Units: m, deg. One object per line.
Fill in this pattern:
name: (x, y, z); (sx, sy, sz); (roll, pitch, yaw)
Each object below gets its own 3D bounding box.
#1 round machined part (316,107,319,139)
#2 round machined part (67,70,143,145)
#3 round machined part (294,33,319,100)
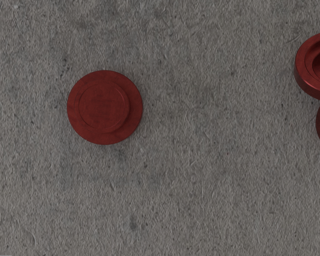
round machined part: (0.262, -0.007, 0.403); (0.099, 0.042, 0.097); (0, 90, 0)
round machined part: (-0.072, -0.026, 0.401); (0.099, 0.042, 0.097); (0, 90, 0)
round machined part: (0.221, -0.072, 0.389); (0.098, 0.042, 0.098); (-7, 61, 14)
